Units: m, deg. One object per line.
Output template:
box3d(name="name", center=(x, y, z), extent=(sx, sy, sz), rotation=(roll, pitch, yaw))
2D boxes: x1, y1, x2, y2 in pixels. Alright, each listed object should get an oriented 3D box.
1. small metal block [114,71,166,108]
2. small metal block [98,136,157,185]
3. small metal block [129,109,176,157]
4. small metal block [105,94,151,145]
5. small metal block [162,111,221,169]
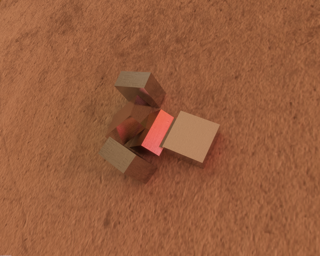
box3d(name="small metal block", center=(-0.027, -0.054, 0.433), extent=(0.050, 0.050, 0.025), rotation=(9, 66, 31))
box3d(name="small metal block", center=(-0.039, 0.040, 0.381), extent=(0.050, 0.050, 0.025), rotation=(30, 84, 37))
box3d(name="small metal block", center=(-0.009, 0.008, 0.387), extent=(0.050, 0.025, 0.050), rotation=(-62, 16, -16))
box3d(name="small metal block", center=(-0.041, -0.009, 0.408), extent=(0.050, 0.025, 0.050), rotation=(-37, 23, 30))
box3d(name="small metal block", center=(0.038, 0.014, 0.367), extent=(0.050, 0.025, 0.050), rotation=(21, 72, 20))
